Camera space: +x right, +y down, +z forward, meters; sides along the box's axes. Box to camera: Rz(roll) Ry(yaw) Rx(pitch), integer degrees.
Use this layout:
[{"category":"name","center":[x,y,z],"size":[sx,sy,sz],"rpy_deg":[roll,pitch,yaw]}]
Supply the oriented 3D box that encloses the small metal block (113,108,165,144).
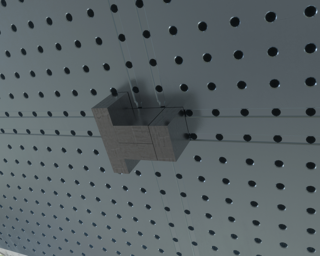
[{"category":"small metal block","center":[-0.023,-0.004,0.403],"size":[0.050,0.050,0.025],"rpy_deg":[0,118,28]}]

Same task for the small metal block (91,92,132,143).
[{"category":"small metal block","center":[-0.060,-0.015,0.415],"size":[0.025,0.050,0.050],"rpy_deg":[0,118,28]}]

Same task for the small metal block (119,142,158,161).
[{"category":"small metal block","center":[-0.018,0.018,0.413],"size":[0.050,0.050,0.025],"rpy_deg":[0,118,28]}]

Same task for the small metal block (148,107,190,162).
[{"category":"small metal block","center":[0.013,0.007,0.390],"size":[0.025,0.050,0.050],"rpy_deg":[0,118,28]}]

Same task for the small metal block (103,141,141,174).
[{"category":"small metal block","center":[-0.048,0.029,0.436],"size":[0.025,0.050,0.050],"rpy_deg":[0,118,28]}]
